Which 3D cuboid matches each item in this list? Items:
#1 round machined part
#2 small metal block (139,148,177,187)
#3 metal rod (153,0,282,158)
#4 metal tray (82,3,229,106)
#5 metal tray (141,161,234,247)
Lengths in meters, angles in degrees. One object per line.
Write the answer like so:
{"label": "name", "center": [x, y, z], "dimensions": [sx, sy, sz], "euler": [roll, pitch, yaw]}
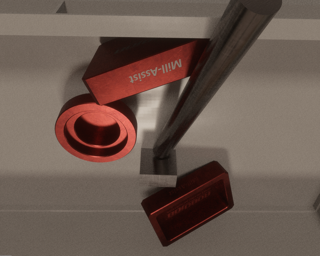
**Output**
{"label": "round machined part", "center": [-0.078, -0.004, 0.393], "dimensions": [0.099, 0.042, 0.097], "euler": [-1, 130, 0]}
{"label": "small metal block", "center": [-0.003, 0.056, 0.440], "dimensions": [0.050, 0.050, 0.025], "euler": [2, 130, -3]}
{"label": "metal rod", "center": [0.027, -0.019, 0.300], "dimensions": [0.025, 0.025, 0.299], "euler": [8, 159, -7]}
{"label": "metal tray", "center": [-0.003, -0.074, 0.301], "dimensions": [0.130, 0.090, 0.030], "euler": [-17, 123, 13]}
{"label": "metal tray", "center": [0.046, 0.116, 0.471], "dimensions": [0.131, 0.030, 0.090], "euler": [-27, 129, -10]}
